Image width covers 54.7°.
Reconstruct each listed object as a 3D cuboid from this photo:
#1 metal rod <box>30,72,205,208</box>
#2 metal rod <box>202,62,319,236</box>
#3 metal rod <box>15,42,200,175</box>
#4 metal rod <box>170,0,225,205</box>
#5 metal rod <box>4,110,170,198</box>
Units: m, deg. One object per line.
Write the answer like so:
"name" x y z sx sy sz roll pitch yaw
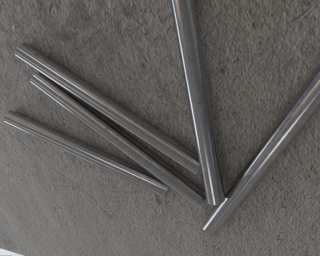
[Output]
"metal rod" -0.060 0.014 0.447 0.300 0.025 0.025 37 129 3
"metal rod" 0.120 0.039 0.367 0.025 0.025 0.298 30 128 9
"metal rod" -0.072 -0.029 0.426 0.301 0.025 0.025 33 129 6
"metal rod" 0.043 -0.040 0.350 0.025 0.025 0.298 0 116 28
"metal rod" -0.122 0.036 0.493 0.301 0.025 0.025 22 127 14
